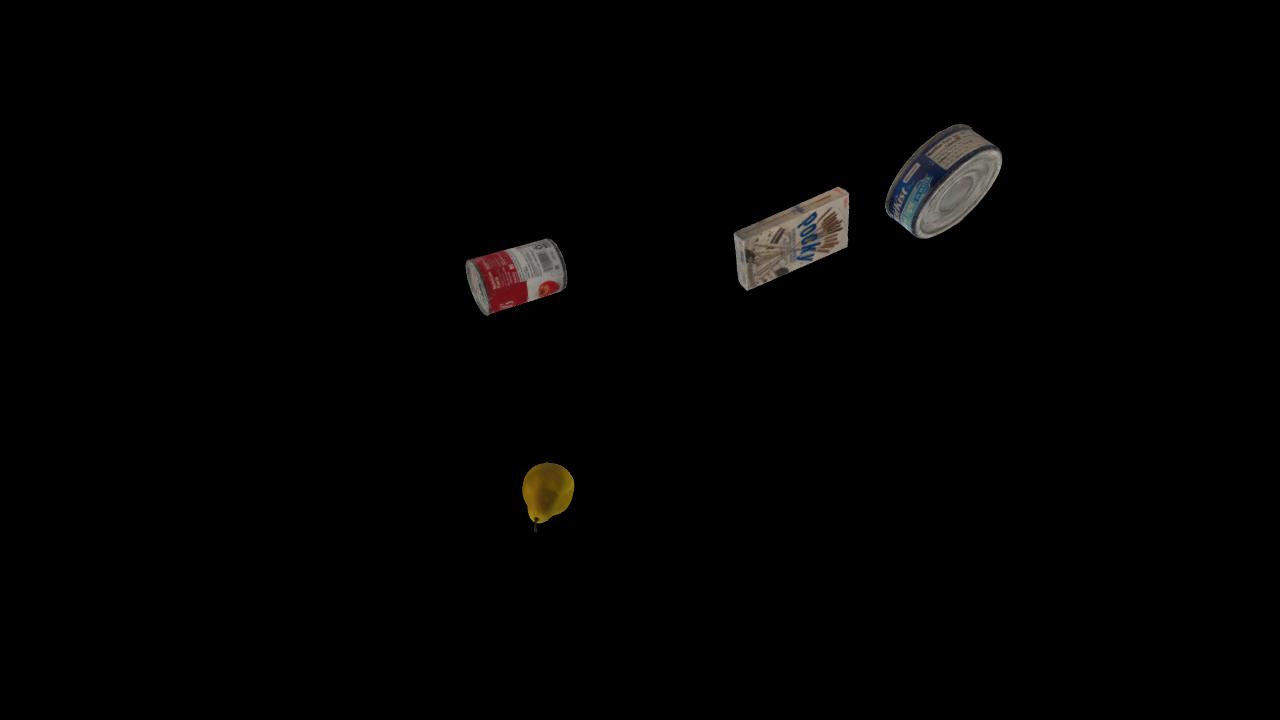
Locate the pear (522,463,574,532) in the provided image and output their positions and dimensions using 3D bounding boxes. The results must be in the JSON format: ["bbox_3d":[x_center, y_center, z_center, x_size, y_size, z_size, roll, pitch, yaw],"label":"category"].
[{"bbox_3d":[-0.136,0.194,0.863,0.080,0.080,0.111,0,16,9],"label":"pear"}]

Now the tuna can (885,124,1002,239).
[{"bbox_3d":[0.236,-0.136,0.479,0.084,0.034,0.084,-25,-31,-16],"label":"tuna can"}]

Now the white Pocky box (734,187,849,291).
[{"bbox_3d":[0.194,-0.154,0.784,0.154,0.084,0.028,-24,45,-8],"label":"white Pocky box"}]

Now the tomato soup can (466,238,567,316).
[{"bbox_3d":[-0.145,-0.100,0.726,0.101,0.068,0.068,-22,10,-25],"label":"tomato soup can"}]
